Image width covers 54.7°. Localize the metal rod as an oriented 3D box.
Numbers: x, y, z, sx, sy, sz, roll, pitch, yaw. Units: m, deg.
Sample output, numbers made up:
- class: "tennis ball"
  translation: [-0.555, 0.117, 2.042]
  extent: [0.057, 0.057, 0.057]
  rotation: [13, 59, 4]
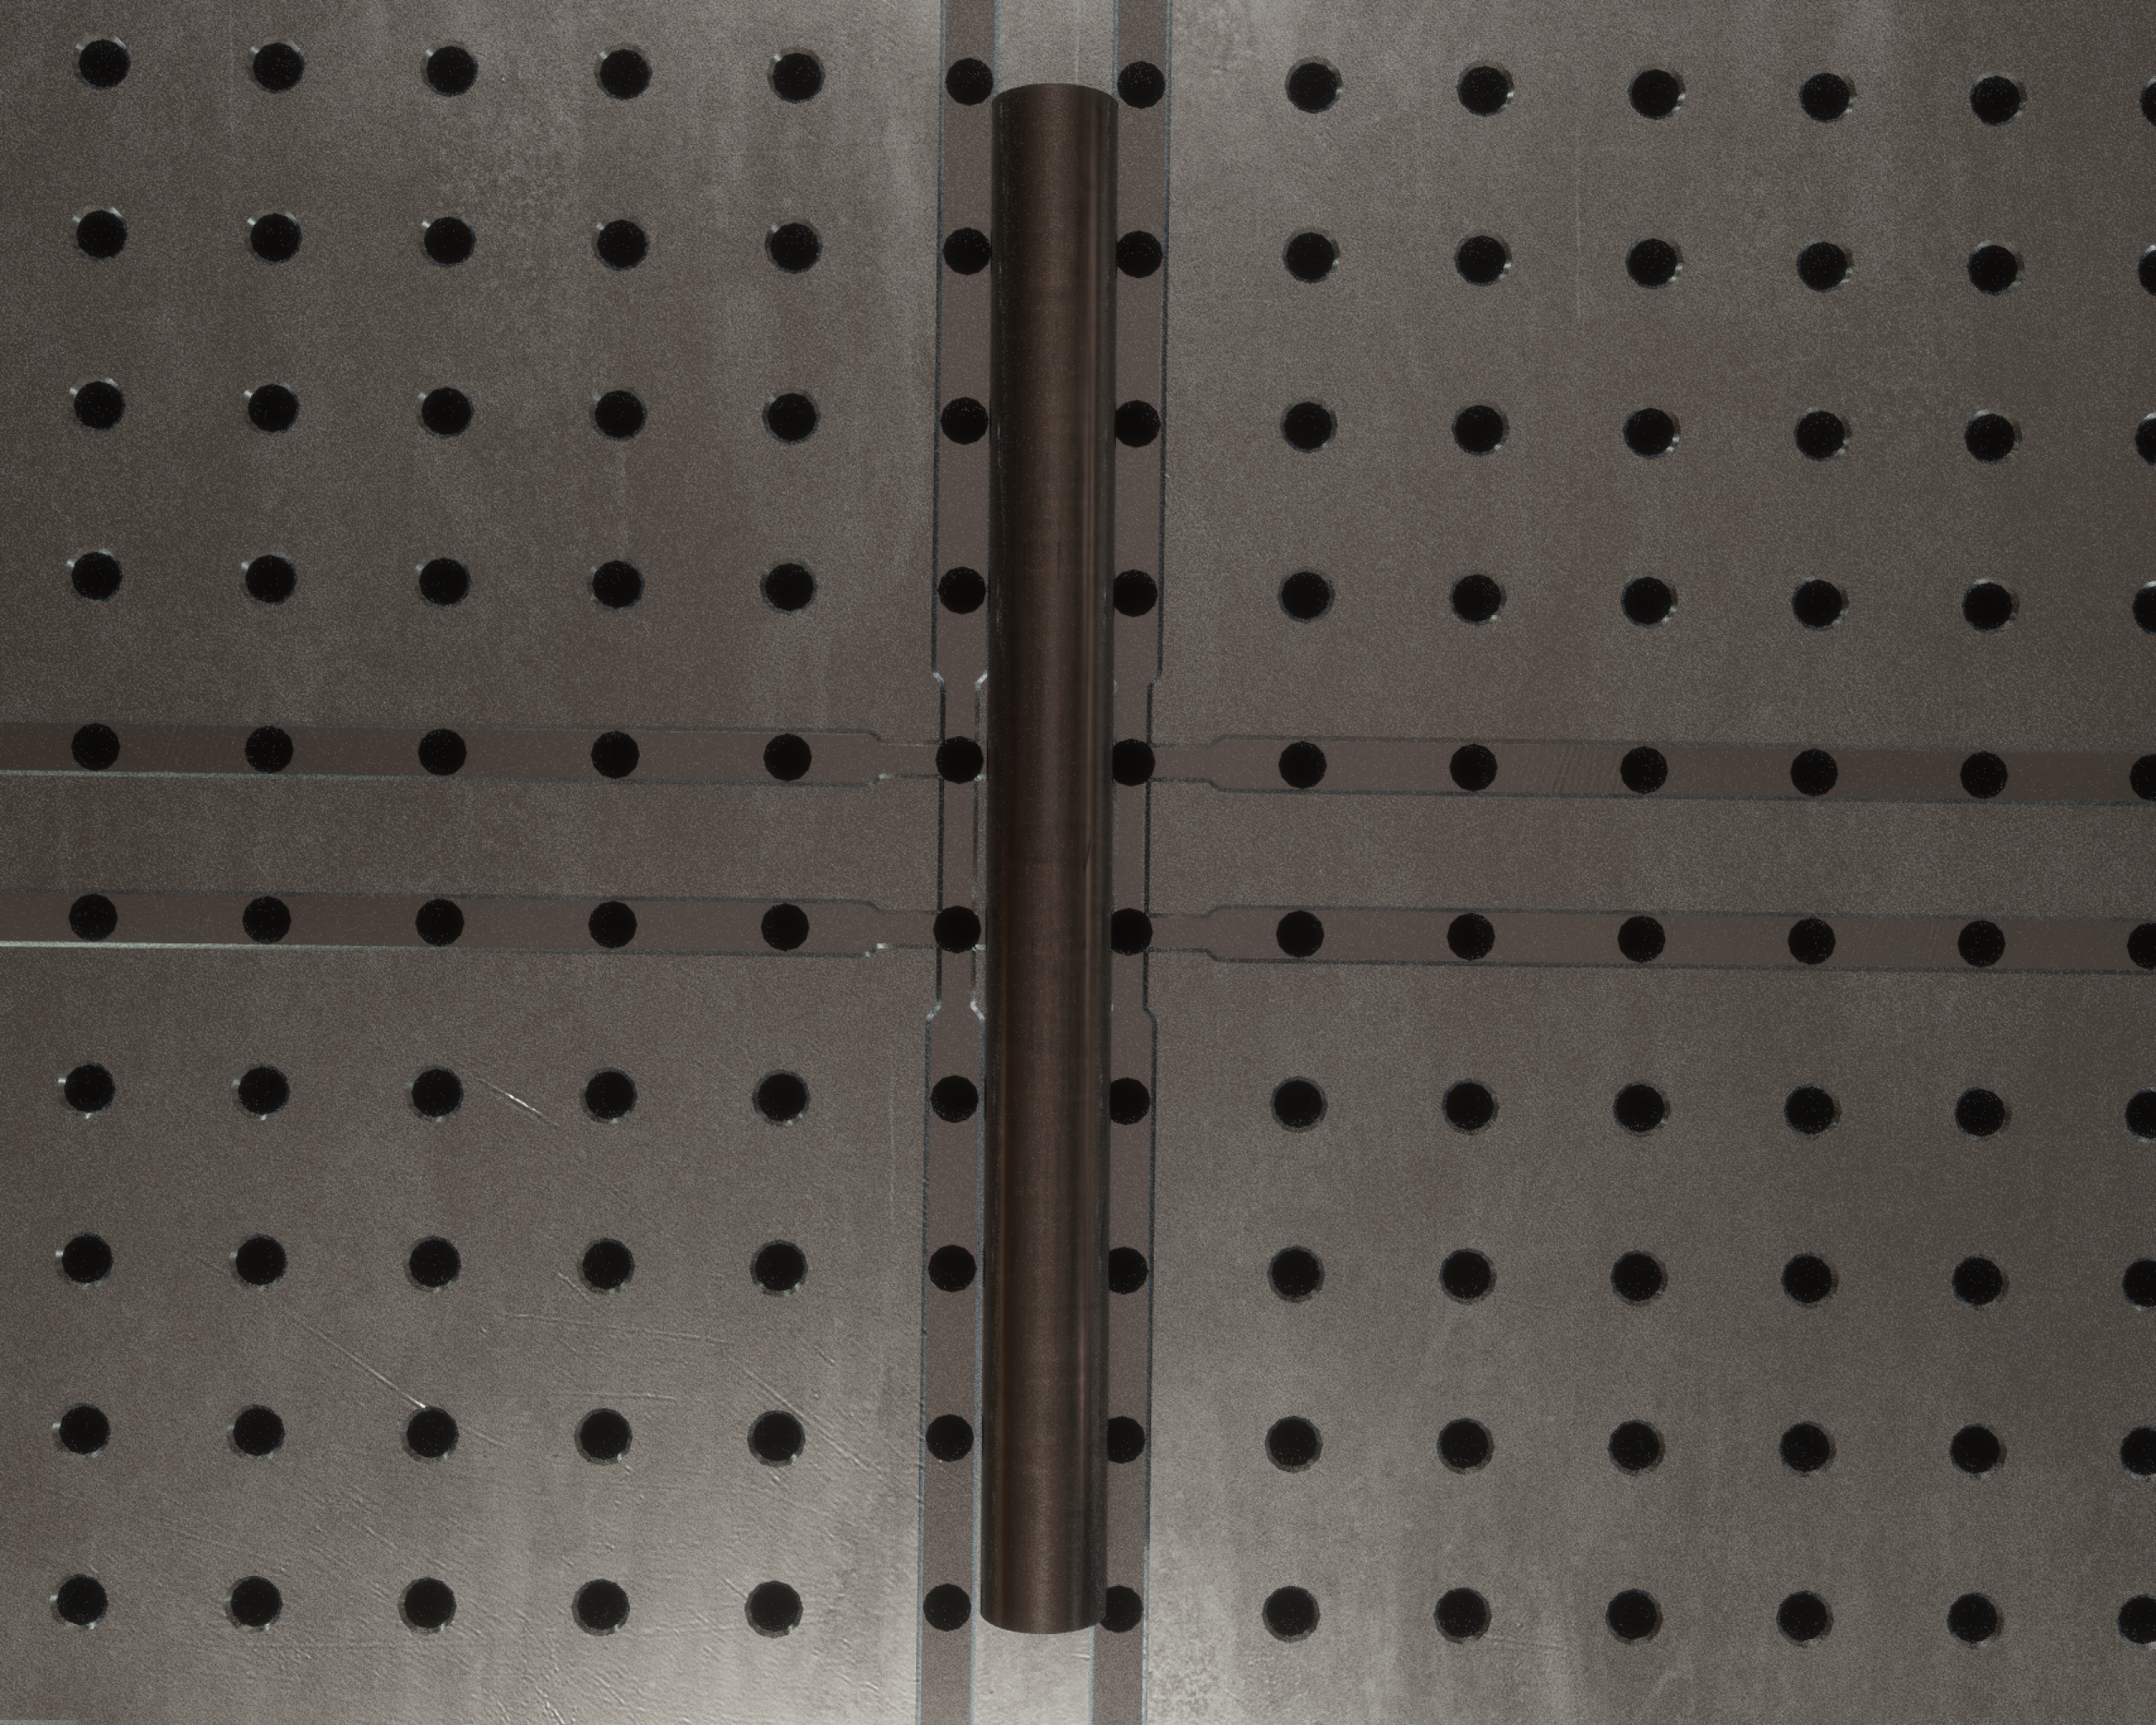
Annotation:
- class: "metal rod"
  translation: [-0.006, -0.001, 0.413]
  extent: [0.025, 0.025, 0.298]
  rotation: [0, 90, -1]
